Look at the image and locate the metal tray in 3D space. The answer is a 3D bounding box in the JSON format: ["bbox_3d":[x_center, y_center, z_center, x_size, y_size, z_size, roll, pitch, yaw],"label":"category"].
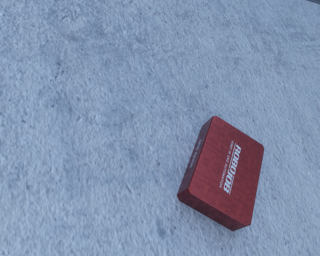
[{"bbox_3d":[0.085,0.056,0.412,0.090,0.030,0.130,32,52,-8],"label":"metal tray"}]
